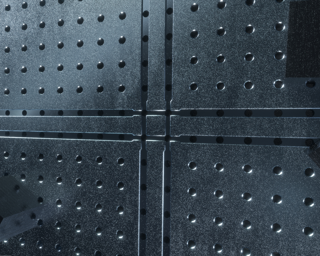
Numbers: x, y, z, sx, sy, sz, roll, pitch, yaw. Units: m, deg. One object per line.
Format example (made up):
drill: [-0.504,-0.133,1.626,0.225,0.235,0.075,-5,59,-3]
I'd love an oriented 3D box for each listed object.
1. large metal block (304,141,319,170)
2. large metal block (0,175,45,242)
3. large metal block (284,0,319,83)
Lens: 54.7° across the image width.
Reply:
large metal block: [0.214,0.034,0.324,0.080,0.050,0.080,-40,78,15]
large metal block: [-0.240,0.120,0.466,0.080,0.080,0.050,34,101,16]
large metal block: [0.180,-0.091,0.336,0.080,0.050,0.079,3,91,19]
